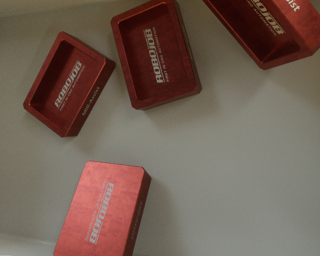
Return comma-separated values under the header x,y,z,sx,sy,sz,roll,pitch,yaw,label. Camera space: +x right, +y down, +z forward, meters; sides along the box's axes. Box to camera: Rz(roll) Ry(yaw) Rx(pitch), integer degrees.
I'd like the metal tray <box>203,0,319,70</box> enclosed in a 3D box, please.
x,y,z,sx,sy,sz,roll,pitch,yaw,label
0.097,-0.123,0.316,0.030,0.090,0.130,-45,99,-8,metal tray

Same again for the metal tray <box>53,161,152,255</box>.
x,y,z,sx,sy,sz,roll,pitch,yaw,label
-0.071,0.111,0.401,0.090,0.030,0.130,4,62,20,metal tray

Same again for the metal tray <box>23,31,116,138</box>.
x,y,z,sx,sy,sz,roll,pitch,yaw,label
-0.135,-0.062,0.455,0.090,0.030,0.129,34,101,16,metal tray

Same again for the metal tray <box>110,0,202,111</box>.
x,y,z,sx,sy,sz,roll,pitch,yaw,label
-0.006,-0.097,0.409,0.090,0.030,0.129,-16,85,19,metal tray
